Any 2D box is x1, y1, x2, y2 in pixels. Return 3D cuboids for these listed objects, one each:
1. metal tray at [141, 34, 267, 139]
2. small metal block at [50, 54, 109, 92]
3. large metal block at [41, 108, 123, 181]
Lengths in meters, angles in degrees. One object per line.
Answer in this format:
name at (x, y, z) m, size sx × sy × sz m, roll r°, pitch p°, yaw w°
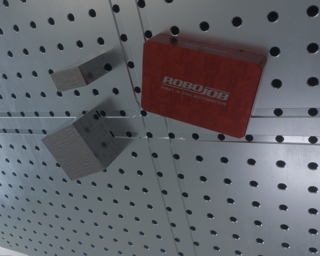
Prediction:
metal tray at (0.044, -0.049, 0.355) m, size 0.130 × 0.030 × 0.089 m, roll 17°, pitch 125°, yaw 18°
small metal block at (-0.104, -0.072, 0.406) m, size 0.050 × 0.050 × 0.025 m, roll -7°, pitch 115°, yaw 31°
large metal block at (-0.119, 0.027, 0.475) m, size 0.080 × 0.050 × 0.080 m, roll -22°, pitch 107°, yaw 36°
